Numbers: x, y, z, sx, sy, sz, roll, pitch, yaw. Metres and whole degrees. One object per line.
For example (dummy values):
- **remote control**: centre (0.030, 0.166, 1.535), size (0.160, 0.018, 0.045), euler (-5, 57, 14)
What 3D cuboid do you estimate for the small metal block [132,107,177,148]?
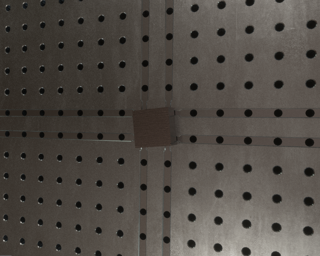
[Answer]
- **small metal block**: centre (-0.007, 0.000, 0.414), size (0.050, 0.025, 0.050), euler (-5, 88, 19)
